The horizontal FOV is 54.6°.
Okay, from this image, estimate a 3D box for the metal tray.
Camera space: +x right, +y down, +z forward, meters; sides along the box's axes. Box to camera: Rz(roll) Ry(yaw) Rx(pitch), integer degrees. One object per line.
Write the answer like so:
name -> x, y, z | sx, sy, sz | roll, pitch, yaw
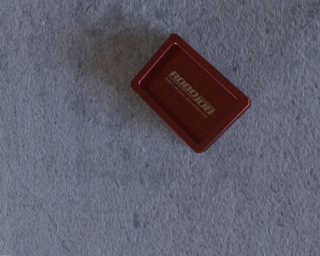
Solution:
metal tray -> 0.037, -0.043, 0.393 | 0.130, 0.030, 0.090 | 46, 104, 14
